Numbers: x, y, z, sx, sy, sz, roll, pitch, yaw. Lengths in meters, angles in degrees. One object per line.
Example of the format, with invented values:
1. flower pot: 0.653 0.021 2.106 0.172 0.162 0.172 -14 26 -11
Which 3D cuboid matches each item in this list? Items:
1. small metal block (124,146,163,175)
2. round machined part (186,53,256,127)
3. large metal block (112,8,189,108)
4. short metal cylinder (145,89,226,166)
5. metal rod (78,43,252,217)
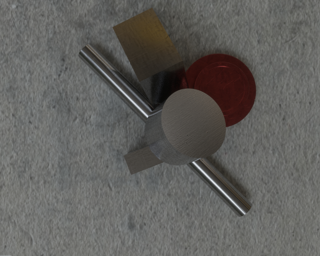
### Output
1. small metal block: -0.016 0.036 0.399 0.050 0.050 0.025 -21 90 -1
2. round machined part: 0.077 -0.049 0.403 0.099 0.042 0.097 0 90 -1
3. large metal block: -0.008 -0.079 0.373 0.050 0.080 0.080 -26 68 1
4. short metal cylinder: 0.029 0.000 0.362 0.081 0.050 0.080 7 72 -22
5. metal rod: 0.007 0.003 0.412 0.025 0.025 0.300 -45 91 0
